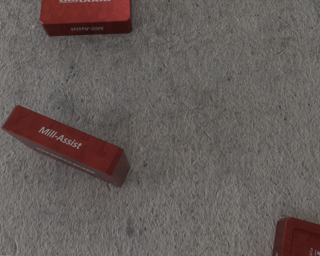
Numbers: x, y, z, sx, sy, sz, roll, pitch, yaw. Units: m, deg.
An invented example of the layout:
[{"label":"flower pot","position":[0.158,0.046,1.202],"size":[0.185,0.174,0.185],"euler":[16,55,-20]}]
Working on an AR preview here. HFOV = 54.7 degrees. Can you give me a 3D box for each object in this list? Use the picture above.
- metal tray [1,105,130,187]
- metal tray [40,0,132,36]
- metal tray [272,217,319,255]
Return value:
[{"label":"metal tray","position":[-0.103,0.025,0.363],"size":[0.130,0.090,0.030],"euler":[22,72,7]},{"label":"metal tray","position":[-0.110,-0.189,0.474],"size":[0.131,0.030,0.090],"euler":[-3,70,-1]},{"label":"metal tray","position":[0.171,0.175,0.342],"size":[0.090,0.030,0.130],"euler":[15,71,5]}]
